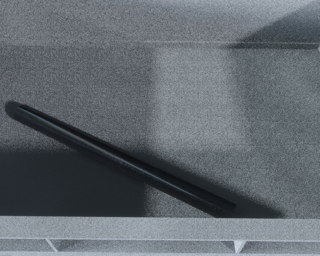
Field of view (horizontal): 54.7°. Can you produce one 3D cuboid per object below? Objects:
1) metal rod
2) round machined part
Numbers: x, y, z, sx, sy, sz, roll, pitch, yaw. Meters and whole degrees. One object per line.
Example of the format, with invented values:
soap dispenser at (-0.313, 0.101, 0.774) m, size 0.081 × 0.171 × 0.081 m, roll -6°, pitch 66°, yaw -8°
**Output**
metal rod at (-0.055, 0.035, 0.374) m, size 0.301 × 0.025 × 0.025 m, roll 23°, pitch 54°, yaw 17°
round machined part at (-0.205, -0.231, 0.588) m, size 0.099 × 0.042 × 0.098 m, roll 0°, pitch 50°, yaw 0°
